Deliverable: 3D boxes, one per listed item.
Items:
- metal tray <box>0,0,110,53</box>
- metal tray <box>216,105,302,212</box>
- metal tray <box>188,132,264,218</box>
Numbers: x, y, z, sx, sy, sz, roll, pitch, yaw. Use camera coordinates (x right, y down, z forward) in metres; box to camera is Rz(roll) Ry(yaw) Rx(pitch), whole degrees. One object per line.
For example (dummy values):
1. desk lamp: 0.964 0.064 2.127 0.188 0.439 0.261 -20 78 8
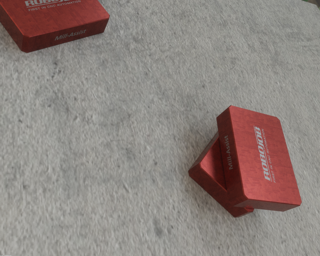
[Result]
1. metal tray: -0.146 -0.160 0.420 0.131 0.030 0.090 -31 79 -38
2. metal tray: 0.128 0.039 0.409 0.091 0.030 0.130 12 57 -22
3. metal tray: 0.109 0.046 0.433 0.090 0.030 0.131 43 51 1
